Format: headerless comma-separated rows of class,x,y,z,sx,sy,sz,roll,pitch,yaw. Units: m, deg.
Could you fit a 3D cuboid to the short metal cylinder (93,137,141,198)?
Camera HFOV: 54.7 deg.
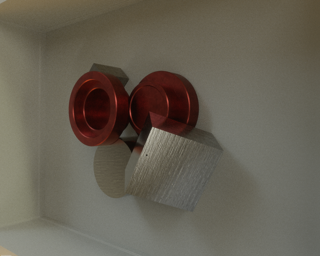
short metal cylinder,-0.045,0.051,0.424,0.080,0.050,0.079,0,90,39

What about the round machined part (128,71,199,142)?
round machined part,-0.003,-0.024,0.392,0.098,0.042,0.097,0,90,39

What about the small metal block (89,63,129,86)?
small metal block,-0.082,-0.064,0.453,0.025,0.050,0.050,52,120,27

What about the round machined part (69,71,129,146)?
round machined part,-0.076,-0.025,0.416,0.098,0.042,0.097,0,90,39

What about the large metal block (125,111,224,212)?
large metal block,0.012,0.038,0.348,0.050,0.080,0.079,-106,37,-68
